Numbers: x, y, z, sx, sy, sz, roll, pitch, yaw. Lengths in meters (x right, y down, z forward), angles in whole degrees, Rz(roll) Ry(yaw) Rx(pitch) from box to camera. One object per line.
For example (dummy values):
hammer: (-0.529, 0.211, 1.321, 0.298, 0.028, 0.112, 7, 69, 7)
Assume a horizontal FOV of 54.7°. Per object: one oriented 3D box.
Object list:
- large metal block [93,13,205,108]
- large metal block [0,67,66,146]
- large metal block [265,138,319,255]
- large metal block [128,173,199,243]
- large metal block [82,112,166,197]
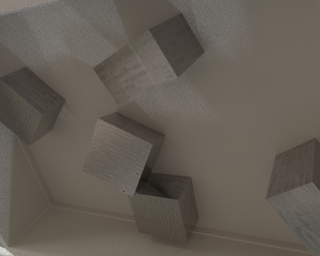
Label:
large metal block: (-0.010, -0.073, 0.333, 0.080, 0.080, 0.050, -23, 106, 36)
large metal block: (-0.206, -0.033, 0.481, 0.080, 0.050, 0.080, 40, 129, 1)
large metal block: (0.164, 0.071, 0.330, 0.080, 0.080, 0.050, 49, 129, -6)
large metal block: (0.006, 0.116, 0.461, 0.080, 0.050, 0.080, 2, 120, 27)
large metal block: (-0.049, 0.034, 0.425, 0.080, 0.050, 0.079, 25, 109, 13)
